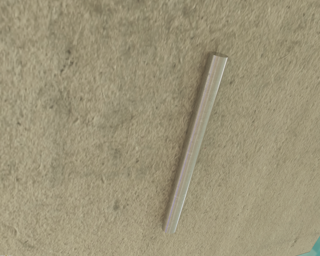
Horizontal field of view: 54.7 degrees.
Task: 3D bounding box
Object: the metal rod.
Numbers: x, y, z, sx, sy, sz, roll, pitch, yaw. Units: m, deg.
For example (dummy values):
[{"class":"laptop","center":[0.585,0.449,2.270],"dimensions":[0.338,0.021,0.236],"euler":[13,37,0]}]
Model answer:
[{"class":"metal rod","center":[0.045,0.038,0.456],"dimensions":[0.025,0.025,0.298],"euler":[-2,119,-28]}]
